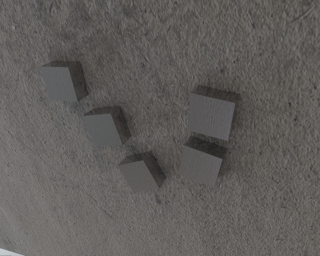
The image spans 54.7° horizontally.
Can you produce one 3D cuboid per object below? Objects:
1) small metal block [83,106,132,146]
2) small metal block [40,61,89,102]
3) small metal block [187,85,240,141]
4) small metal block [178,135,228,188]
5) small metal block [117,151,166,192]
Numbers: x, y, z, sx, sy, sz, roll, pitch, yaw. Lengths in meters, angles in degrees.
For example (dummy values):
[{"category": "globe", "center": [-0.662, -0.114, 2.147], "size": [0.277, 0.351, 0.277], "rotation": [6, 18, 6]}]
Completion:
[{"category": "small metal block", "center": [-0.076, -0.002, 0.445], "size": [0.050, 0.025, 0.050], "rotation": [-3, 117, 29]}, {"category": "small metal block", "center": [-0.134, -0.066, 0.437], "size": [0.050, 0.025, 0.050], "rotation": [6, 121, 25]}, {"category": "small metal block", "center": [0.062, -0.018, 0.363], "size": [0.050, 0.025, 0.050], "rotation": [15, 125, 19]}, {"category": "small metal block", "center": [0.055, 0.044, 0.405], "size": [0.050, 0.025, 0.050], "rotation": [20, 126, 16]}, {"category": "small metal block", "center": [-0.027, 0.066, 0.462], "size": [0.050, 0.025, 0.050], "rotation": [-16, 110, 34]}]
